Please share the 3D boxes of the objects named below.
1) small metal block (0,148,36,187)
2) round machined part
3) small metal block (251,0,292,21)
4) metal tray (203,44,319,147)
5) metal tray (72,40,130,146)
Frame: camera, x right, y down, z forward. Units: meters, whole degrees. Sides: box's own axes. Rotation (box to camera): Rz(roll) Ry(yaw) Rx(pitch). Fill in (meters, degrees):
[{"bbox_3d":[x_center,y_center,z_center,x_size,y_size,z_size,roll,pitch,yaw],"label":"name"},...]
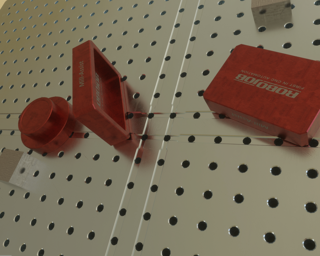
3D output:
[{"bbox_3d":[-0.235,0.063,0.493,0.050,0.025,0.050,5,64,30],"label":"small metal block"},{"bbox_3d":[-0.189,-0.011,0.504,0.098,0.042,0.098,-13,56,21],"label":"round machined part"},{"bbox_3d":[0.158,-0.183,0.438,0.050,0.025,0.050,-3,60,26],"label":"small metal block"},{"bbox_3d":[0.128,-0.044,0.365,0.130,0.030,0.090,27,76,37],"label":"metal tray"},{"bbox_3d":[-0.084,-0.050,0.441,0.030,0.090,0.130,-23,53,15],"label":"metal tray"}]
